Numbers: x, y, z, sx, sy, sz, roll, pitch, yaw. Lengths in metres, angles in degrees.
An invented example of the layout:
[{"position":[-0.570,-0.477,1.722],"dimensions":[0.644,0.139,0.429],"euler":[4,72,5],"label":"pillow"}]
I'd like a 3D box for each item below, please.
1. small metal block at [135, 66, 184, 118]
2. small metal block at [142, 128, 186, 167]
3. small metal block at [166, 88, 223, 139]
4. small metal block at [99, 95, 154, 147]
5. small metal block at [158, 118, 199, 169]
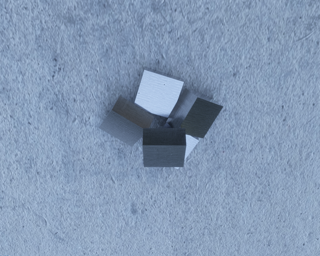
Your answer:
[{"position":[-0.002,-0.045,0.395],"dimensions":[0.050,0.025,0.050],"euler":[16,109,-7],"label":"small metal block"},{"position":[0.005,0.025,0.382],"dimensions":[0.050,0.025,0.050],"euler":[0,143,-1],"label":"small metal block"},{"position":[0.044,-0.018,0.393],"dimensions":[0.050,0.025,0.050],"euler":[14,114,-41],"label":"small metal block"},{"position":[-0.043,-0.007,0.395],"dimensions":[0.050,0.025,0.050],"euler":[31,143,-12],"label":"small metal block"},{"position":[0.016,0.019,0.419],"dimensions":[0.050,0.025,0.050],"euler":[31,107,-11],"label":"small metal block"}]
